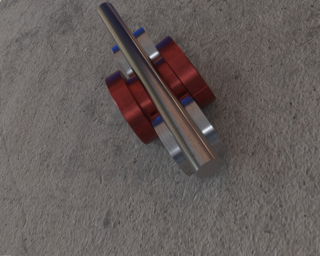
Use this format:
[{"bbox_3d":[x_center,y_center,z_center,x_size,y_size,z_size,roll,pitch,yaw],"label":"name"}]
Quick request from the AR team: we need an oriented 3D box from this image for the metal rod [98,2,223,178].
[{"bbox_3d":[-0.018,-0.067,0.353,0.025,0.025,0.300,-34,52,5],"label":"metal rod"}]

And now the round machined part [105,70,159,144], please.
[{"bbox_3d":[-0.024,-0.031,0.387,0.042,0.098,0.098,-32,52,3],"label":"round machined part"}]

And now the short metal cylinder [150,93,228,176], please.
[{"bbox_3d":[0.032,0.007,0.347,0.050,0.080,0.080,-34,52,6],"label":"short metal cylinder"}]

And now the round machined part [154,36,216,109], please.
[{"bbox_3d":[0.024,-0.062,0.383,0.042,0.098,0.098,-37,51,9],"label":"round machined part"}]

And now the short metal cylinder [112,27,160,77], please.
[{"bbox_3d":[-0.024,-0.094,0.438,0.050,0.080,0.080,-34,52,6],"label":"short metal cylinder"}]
